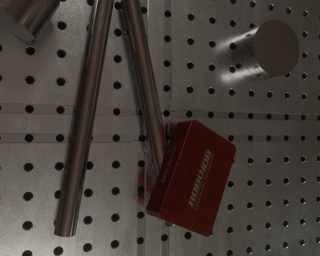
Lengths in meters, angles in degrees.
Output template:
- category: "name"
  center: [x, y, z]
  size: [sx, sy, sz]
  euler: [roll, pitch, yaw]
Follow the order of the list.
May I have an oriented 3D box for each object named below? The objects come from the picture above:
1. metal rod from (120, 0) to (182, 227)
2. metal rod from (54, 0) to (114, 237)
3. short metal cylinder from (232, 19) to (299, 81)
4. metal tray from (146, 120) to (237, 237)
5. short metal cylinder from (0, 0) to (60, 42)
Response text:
- category: "metal rod"
  center: [-0.010, -0.017, 0.409]
  size: [0.025, 0.025, 0.298]
  euler: [-12, 94, -20]
- category: "metal rod"
  center: [-0.091, -0.021, 0.379]
  size: [0.025, 0.025, 0.298]
  euler: [10, 87, -20]
- category: "short metal cylinder"
  center: [0.156, -0.113, 0.459]
  size: [0.081, 0.050, 0.079]
  euler: [0, 90, -20]
- category: "metal tray"
  center: [0.045, 0.065, 0.409]
  size: [0.090, 0.030, 0.130]
  euler: [31, 71, -29]
- category: "short metal cylinder"
  center: [-0.155, -0.136, 0.326]
  size: [0.080, 0.080, 0.050]
  euler: [31, 80, -18]
